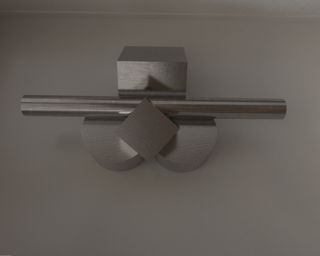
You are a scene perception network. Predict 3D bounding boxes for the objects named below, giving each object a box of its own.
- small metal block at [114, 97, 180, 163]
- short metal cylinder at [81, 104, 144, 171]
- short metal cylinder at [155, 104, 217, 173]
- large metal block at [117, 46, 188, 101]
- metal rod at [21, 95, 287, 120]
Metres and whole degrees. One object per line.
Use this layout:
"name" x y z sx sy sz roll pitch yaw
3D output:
"small metal block" -0.014 0.001 0.343 0.050 0.025 0.050 41 96 -6
"short metal cylinder" -0.053 0.010 0.391 0.081 0.050 0.080 0 70 0
"short metal cylinder" 0.028 0.012 0.391 0.081 0.050 0.080 0 70 0
"large metal block" -0.009 -0.071 0.399 0.081 0.050 0.080 1 27 0
"metal rod" -0.007 -0.024 0.364 0.302 0.025 0.025 1 70 0
